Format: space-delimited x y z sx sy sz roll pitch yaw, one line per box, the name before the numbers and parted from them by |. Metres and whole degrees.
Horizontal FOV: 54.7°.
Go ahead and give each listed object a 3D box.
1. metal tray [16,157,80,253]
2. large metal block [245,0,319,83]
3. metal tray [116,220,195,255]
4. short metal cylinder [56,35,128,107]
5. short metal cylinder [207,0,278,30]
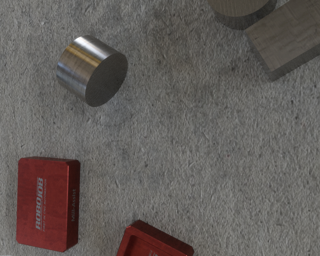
metal tray | -0.168 0.111 0.466 0.090 0.030 0.129 2 91 19
large metal block | 0.143 -0.096 0.329 0.080 0.080 0.050 -31 80 17
metal tray | -0.020 0.202 0.412 0.090 0.030 0.129 22 97 18
short metal cylinder | -0.088 -0.075 0.411 0.050 0.080 0.080 34 101 17
short metal cylinder | 0.096 -0.162 0.362 0.080 0.050 0.079 0 90 20
